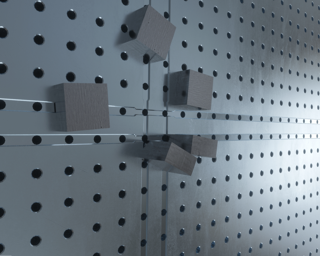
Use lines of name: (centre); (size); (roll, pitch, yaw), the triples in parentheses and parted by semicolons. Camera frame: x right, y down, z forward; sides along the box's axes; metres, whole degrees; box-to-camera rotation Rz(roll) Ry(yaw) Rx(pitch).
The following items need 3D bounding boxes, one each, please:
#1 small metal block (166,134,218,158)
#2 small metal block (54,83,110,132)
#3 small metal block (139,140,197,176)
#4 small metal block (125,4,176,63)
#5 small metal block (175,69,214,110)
small metal block: (0.044, 0.025, 0.432); (0.050, 0.050, 0.025); (13, 82, -40)
small metal block: (-0.085, -0.023, 0.339); (0.050, 0.025, 0.050); (-6, 94, -40)
small metal block: (0.011, 0.039, 0.404); (0.050, 0.050, 0.025); (33, 70, -36)
small metal block: (-0.011, -0.121, 0.401); (0.050, 0.025, 0.050); (28, 72, -37)
small metal block: (0.051, -0.054, 0.454); (0.050, 0.025, 0.050); (9, 85, -40)
